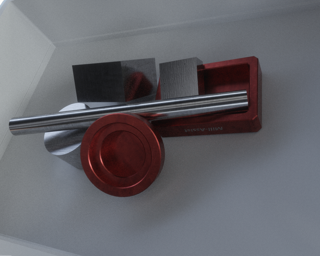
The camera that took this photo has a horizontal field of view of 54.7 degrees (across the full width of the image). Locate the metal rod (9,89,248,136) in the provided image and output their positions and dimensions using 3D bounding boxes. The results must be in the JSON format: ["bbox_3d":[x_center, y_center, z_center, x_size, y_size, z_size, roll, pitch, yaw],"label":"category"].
[{"bbox_3d":[-0.047,-0.017,0.384,0.301,0.025,0.025,-6,59,12],"label":"metal rod"}]

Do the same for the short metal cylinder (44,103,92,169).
[{"bbox_3d":[-0.114,0.012,0.437,0.080,0.050,0.080,-13,56,20],"label":"short metal cylinder"}]

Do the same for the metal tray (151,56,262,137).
[{"bbox_3d":[0.059,-0.037,0.391,0.130,0.030,0.090,-4,60,25],"label":"metal tray"}]

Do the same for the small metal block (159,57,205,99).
[{"bbox_3d":[0.028,-0.060,0.397,0.050,0.025,0.050,-5,86,26],"label":"small metal block"}]

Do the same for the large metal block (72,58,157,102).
[{"bbox_3d":[-0.060,-0.067,0.430,0.080,0.080,0.050,3,105,30],"label":"large metal block"}]

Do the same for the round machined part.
[{"bbox_3d":[-0.042,0.030,0.374,0.098,0.042,0.097,1,95,13],"label":"round machined part"}]
